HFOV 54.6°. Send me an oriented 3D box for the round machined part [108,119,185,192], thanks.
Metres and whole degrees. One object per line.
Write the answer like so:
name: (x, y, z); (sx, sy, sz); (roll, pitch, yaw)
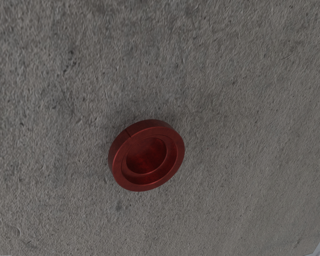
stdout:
round machined part: (-0.021, 0.031, 0.403); (0.099, 0.042, 0.097); (-14, 124, -21)
